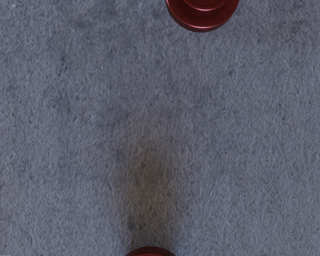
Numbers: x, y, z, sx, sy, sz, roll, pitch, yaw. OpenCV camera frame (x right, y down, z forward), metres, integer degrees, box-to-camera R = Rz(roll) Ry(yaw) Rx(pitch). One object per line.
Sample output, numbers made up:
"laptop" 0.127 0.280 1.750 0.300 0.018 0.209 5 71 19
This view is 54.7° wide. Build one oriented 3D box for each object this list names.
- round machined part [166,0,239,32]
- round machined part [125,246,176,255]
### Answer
"round machined part" 0.056 -0.179 0.402 0.099 0.042 0.097 0 90 -1
"round machined part" -0.013 0.202 0.402 0.099 0.042 0.097 0 90 -1
